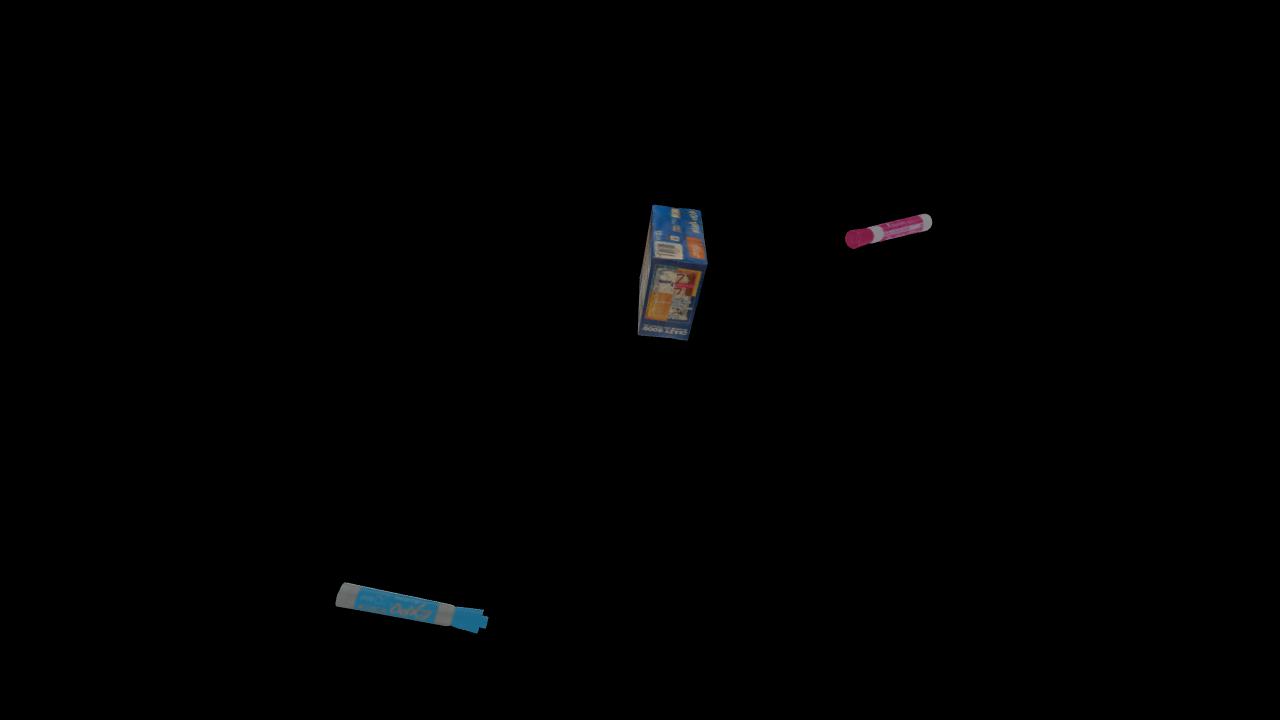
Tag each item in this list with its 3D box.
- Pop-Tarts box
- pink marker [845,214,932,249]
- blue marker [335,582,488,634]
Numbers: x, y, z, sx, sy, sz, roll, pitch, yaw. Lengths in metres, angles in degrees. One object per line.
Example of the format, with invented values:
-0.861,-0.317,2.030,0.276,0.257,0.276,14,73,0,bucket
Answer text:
0.047,-0.138,0.955,0.083,0.141,0.167,8,39,-5,Pop-Tarts box
0.257,-0.134,0.637,0.121,0.020,0.020,-17,8,-28,pink marker
-0.186,0.205,0.508,0.121,0.020,0.020,15,-2,-8,blue marker
